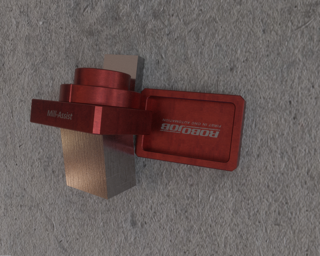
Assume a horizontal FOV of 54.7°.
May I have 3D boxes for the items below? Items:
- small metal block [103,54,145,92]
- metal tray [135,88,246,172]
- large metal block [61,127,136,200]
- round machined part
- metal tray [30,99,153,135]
[{"bbox_3d":[-0.051,-0.074,0.428,0.050,0.025,0.050,7,92,19],"label":"small metal block"},{"bbox_3d":[0.037,0.000,0.394,0.130,0.030,0.089,7,92,19],"label":"metal tray"},{"bbox_3d":[-0.080,0.038,0.404,0.080,0.050,0.079,7,106,37],"label":"large metal block"},{"bbox_3d":[-0.072,-0.048,0.384,0.098,0.098,0.042,7,92,19],"label":"round machined part"},{"bbox_3d":[-0.086,-0.014,0.387,0.130,0.091,0.030,8,94,38],"label":"metal tray"}]
